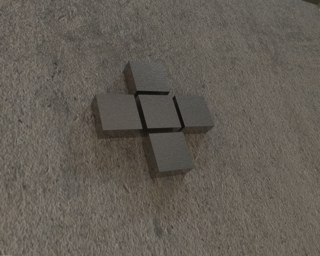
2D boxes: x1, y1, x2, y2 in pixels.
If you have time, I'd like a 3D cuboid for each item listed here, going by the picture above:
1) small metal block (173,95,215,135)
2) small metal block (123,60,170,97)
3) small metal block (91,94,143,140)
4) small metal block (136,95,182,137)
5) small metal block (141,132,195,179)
[{"bbox_3d":[0.044,-0.019,0.442,0.050,0.025,0.050,-2,63,-30],"label":"small metal block"},{"bbox_3d":[-0.020,-0.066,0.436,0.050,0.025,0.050,-2,63,-30],"label":"small metal block"},{"bbox_3d":[-0.055,-0.014,0.386,0.050,0.025,0.050,-2,63,-30],"label":"small metal block"},{"bbox_3d":[-0.005,-0.016,0.414,0.050,0.025,0.050,-2,63,-30],"label":"small metal block"},{"bbox_3d":[0.009,0.034,0.391,0.050,0.025,0.050,-2,63,-30],"label":"small metal block"}]
